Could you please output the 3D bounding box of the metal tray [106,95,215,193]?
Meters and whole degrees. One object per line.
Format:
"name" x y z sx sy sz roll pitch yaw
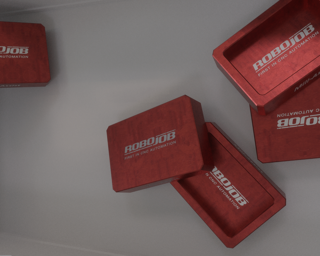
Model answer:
"metal tray" -0.005 0.024 0.386 0.130 0.030 0.090 -20 69 29

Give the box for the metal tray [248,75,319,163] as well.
"metal tray" 0.172 -0.012 0.347 0.130 0.030 0.089 -8 87 19

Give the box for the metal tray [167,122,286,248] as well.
"metal tray" 0.075 0.067 0.381 0.090 0.030 0.130 -46 76 14

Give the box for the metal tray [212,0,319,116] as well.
"metal tray" 0.136 -0.086 0.337 0.130 0.030 0.090 -37 63 7

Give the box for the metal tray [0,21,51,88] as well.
"metal tray" -0.232 -0.104 0.444 0.030 0.131 0.089 -12 85 62
